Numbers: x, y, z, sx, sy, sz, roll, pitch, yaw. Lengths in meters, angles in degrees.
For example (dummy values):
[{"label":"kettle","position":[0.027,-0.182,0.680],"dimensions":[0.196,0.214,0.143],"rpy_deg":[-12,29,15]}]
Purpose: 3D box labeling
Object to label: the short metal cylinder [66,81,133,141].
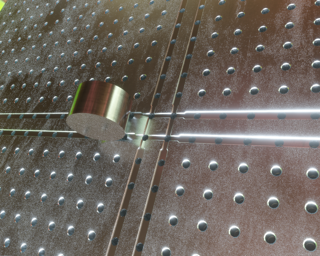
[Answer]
[{"label":"short metal cylinder","position":[-0.083,-0.022,0.431],"dimensions":[0.080,0.080,0.050],"rpy_deg":[-4,60,26]}]
